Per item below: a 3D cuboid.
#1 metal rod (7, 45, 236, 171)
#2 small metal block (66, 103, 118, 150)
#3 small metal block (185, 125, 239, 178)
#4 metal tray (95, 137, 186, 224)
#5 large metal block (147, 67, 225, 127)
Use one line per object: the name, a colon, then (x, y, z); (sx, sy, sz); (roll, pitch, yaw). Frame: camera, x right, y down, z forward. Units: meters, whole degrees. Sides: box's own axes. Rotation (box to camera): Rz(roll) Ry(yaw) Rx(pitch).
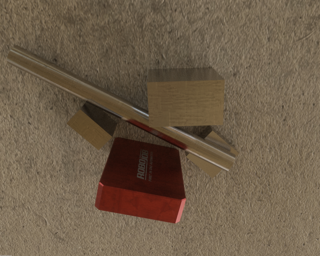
metal rod: (-0.044, -0.022, 0.388); (0.301, 0.025, 0.025); (27, 108, -5)
small metal block: (-0.084, -0.006, 0.394); (0.050, 0.050, 0.025); (43, 104, -14)
small metal block: (0.070, 0.032, 0.424); (0.050, 0.025, 0.050); (40, 105, -14)
metal tray: (-0.020, 0.056, 0.376); (0.091, 0.130, 0.030); (12, 110, -5)
large metal block: (0.027, -0.039, 0.366); (0.081, 0.080, 0.050); (-2, 110, 0)
